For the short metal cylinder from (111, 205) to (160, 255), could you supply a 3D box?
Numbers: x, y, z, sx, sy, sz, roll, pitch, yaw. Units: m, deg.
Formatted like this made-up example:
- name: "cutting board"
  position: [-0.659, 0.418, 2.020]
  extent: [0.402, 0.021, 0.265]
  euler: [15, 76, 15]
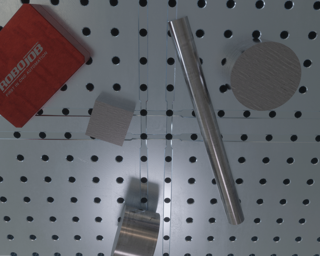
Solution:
- name: "short metal cylinder"
  position: [-0.036, 0.155, 0.441]
  extent: [0.050, 0.080, 0.079]
  euler: [16, 109, -6]

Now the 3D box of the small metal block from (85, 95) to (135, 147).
- name: "small metal block"
  position: [-0.065, -0.010, 0.409]
  extent: [0.050, 0.025, 0.050]
  euler: [19, 109, -7]

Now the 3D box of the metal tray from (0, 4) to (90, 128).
- name: "metal tray"
  position: [-0.164, -0.074, 0.382]
  extent: [0.130, 0.030, 0.090]
  euler: [-42, 105, 13]

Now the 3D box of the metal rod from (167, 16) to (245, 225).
- name: "metal rod"
  position: [0.067, 0.004, 0.415]
  extent: [0.025, 0.025, 0.298]
  euler: [-17, 109, 6]

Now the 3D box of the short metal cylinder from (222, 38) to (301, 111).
- name: "short metal cylinder"
  position: [0.121, -0.066, 0.377]
  extent: [0.081, 0.050, 0.079]
  euler: [0, 110, 0]
